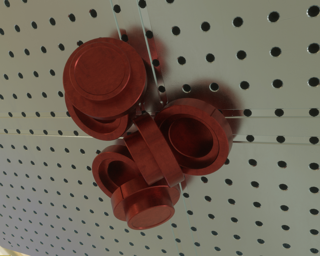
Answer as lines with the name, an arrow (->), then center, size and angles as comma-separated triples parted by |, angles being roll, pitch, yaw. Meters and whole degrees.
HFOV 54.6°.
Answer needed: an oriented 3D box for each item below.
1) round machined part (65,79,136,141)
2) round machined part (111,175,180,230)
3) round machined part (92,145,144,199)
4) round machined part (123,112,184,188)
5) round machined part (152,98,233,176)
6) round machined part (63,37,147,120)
round machined part -> -0.075, -0.035, 0.418 | 0.098, 0.042, 0.097 | 13, 124, 21
round machined part -> -0.017, 0.110, 0.441 | 0.099, 0.042, 0.098 | -13, 142, -11
round machined part -> -0.050, 0.066, 0.467 | 0.098, 0.042, 0.097 | 13, 124, 21
round machined part -> -0.012, 0.032, 0.388 | 0.042, 0.098, 0.098 | -29, 107, -6
round machined part -> 0.041, 0.007, 0.383 | 0.098, 0.042, 0.097 | 13, 124, 21
round machined part -> -0.065, -0.061, 0.362 | 0.098, 0.042, 0.098 | 0, 82, 2
